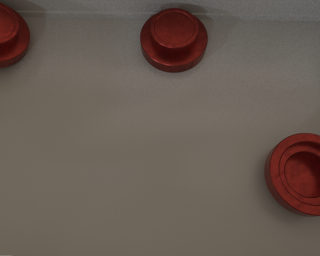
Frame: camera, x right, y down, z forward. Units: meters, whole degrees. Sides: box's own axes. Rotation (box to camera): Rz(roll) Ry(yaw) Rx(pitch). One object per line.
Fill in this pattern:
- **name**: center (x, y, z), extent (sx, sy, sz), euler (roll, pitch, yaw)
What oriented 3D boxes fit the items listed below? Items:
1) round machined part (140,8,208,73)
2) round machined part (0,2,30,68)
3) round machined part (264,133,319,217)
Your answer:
- **round machined part**: center (0.020, -0.133, 0.449), extent (0.099, 0.042, 0.098), euler (0, 70, 0)
- **round machined part**: center (-0.233, -0.136, 0.428), extent (0.099, 0.042, 0.098), euler (10, 67, -25)
- **round machined part**: center (0.177, 0.059, 0.380), extent (0.099, 0.042, 0.098), euler (0, 70, 0)
